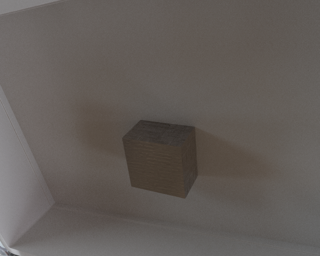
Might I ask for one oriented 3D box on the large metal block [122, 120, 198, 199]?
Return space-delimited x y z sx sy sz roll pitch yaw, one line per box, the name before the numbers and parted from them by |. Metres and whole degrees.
large metal block | 0.003 0.040 0.416 0.080 0.050 0.080 8 122 24
